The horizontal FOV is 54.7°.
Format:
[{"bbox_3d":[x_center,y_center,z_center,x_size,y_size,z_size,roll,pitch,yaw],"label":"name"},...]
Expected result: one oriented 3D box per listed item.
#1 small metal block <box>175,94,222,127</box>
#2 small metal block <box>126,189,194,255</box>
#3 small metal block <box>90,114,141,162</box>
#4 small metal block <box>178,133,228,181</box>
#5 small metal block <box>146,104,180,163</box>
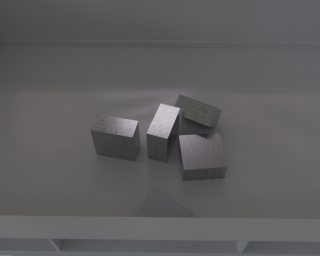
[{"bbox_3d":[0.050,-0.022,0.405,0.050,0.050,0.025,22,96,18],"label":"small metal block"},{"bbox_3d":[0.000,0.100,0.321,0.050,0.025,0.050,24,54,19],"label":"small metal block"},{"bbox_3d":[-0.053,0.013,0.377,0.050,0.050,0.025,10,51,8],"label":"small metal block"},{"bbox_3d":[0.050,0.035,0.376,0.050,0.025,0.050,-3,50,-3],"label":"small metal block"},{"bbox_3d":[0.005,0.007,0.383,0.025,0.050,0.050,15,52,12],"label":"small metal block"}]
